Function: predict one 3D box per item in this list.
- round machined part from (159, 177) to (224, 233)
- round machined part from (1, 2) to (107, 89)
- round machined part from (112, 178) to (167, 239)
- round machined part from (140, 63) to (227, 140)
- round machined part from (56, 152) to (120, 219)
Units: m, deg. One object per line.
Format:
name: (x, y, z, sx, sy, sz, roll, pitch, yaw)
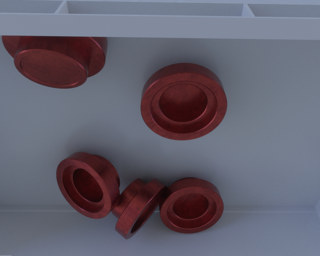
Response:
round machined part: (0.047, 0.117, 0.490, 0.099, 0.042, 0.097, -2, 120, -4)
round machined part: (-0.104, -0.074, 0.309, 0.099, 0.042, 0.098, 3, 157, 1)
round machined part: (-0.035, 0.116, 0.472, 0.042, 0.099, 0.097, 36, 130, 16)
round machined part: (0.027, -0.035, 0.369, 0.099, 0.042, 0.097, 0, 130, 0)
round machined part: (-0.097, 0.077, 0.444, 0.098, 0.042, 0.097, 14, 120, 26)
